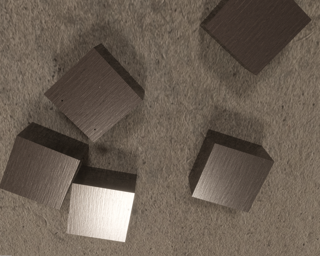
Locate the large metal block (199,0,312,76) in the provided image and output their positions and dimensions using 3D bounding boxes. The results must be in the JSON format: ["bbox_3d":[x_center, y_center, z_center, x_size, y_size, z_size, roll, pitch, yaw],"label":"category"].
[{"bbox_3d":[0.105,-0.120,0.354,0.080,0.050,0.080,39,105,-14],"label":"large metal block"}]

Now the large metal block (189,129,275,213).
[{"bbox_3d":[0.092,0.057,0.419,0.080,0.050,0.079,17,109,-7],"label":"large metal block"}]

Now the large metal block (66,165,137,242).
[{"bbox_3d":[-0.080,0.105,0.434,0.081,0.050,0.079,10,110,-4],"label":"large metal block"}]

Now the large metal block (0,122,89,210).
[{"bbox_3d":[-0.152,0.050,0.413,0.080,0.050,0.080,24,108,-9],"label":"large metal block"}]

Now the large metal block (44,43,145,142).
[{"bbox_3d":[-0.076,-0.044,0.379,0.080,0.050,0.080,-39,106,13],"label":"large metal block"}]
